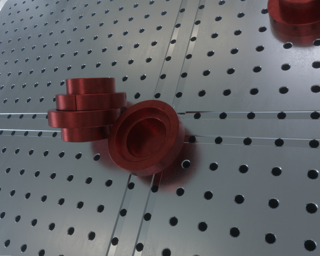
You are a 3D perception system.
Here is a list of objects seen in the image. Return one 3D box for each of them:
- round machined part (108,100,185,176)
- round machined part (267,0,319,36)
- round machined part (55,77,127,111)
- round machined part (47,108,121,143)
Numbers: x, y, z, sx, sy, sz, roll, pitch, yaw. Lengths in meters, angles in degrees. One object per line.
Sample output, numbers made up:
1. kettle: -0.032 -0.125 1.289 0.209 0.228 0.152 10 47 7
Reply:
1. round machined part: -0.014 0.016 0.396 0.098 0.042 0.098 -13 56 21
2. round machined part: 0.190 -0.171 0.403 0.098 0.042 0.098 -13 56 21
3. round machined part: -0.098 -0.050 0.442 0.098 0.099 0.042 3 100 30
4. round machined part: -0.104 -0.007 0.434 0.098 0.099 0.042 3 100 30
